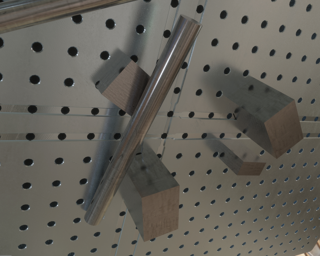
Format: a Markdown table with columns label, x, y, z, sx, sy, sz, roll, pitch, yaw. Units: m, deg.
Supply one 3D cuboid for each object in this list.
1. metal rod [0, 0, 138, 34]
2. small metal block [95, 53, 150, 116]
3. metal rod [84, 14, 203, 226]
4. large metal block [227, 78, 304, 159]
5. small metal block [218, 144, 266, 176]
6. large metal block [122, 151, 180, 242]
| label | x | y | z | sx | sy | sz | roll | pitch | yaw |
| --- | --- | --- | --- | --- | --- | --- | --- | --- | --- |
| metal rod | -0.044 | -0.134 | 0.304 | 0.302 | 0.025 | 0.025 | -21 | 127 | -16 |
| small metal block | -0.037 | -0.049 | 0.361 | 0.050 | 0.025 | 0.050 | -47 | 129 | 5 |
| metal rod | -0.032 | 0.011 | 0.373 | 0.025 | 0.025 | 0.298 | 10 | 122 | -33 |
| large metal block | 0.152 | -0.015 | 0.449 | 0.050 | 0.080 | 0.080 | -37 | 129 | -4 |
| small metal block | 0.132 | 0.051 | 0.499 | 0.050 | 0.050 | 0.025 | 6 | 116 | -31 |
| large metal block | -0.015 | 0.091 | 0.423 | 0.050 | 0.080 | 0.079 | -14 | 124 | -21 |
